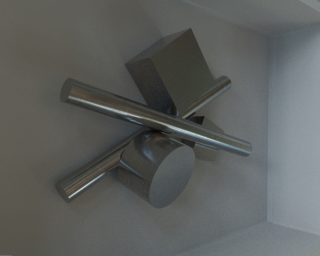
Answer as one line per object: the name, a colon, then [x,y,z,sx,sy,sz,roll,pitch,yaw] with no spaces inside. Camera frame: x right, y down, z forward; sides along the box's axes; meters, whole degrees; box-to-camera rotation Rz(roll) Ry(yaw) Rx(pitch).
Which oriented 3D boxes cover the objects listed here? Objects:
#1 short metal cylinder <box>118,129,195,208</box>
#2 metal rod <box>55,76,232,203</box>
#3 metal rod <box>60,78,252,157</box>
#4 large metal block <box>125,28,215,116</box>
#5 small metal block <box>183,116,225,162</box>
short metal cylinder: [-0.003,0.048,0.370,0.081,0.050,0.079,-31,134,-38]
metal rod: [0.001,-0.002,0.407,0.302,0.025,0.025,-34,112,-35]
metal rod: [0.022,-0.002,0.392,0.302,0.025,0.025,17,79,-39]
large metal block: [0.016,-0.071,0.403,0.080,0.050,0.080,-43,117,-31]
small metal block: [0.064,0.016,0.459,0.050,0.025,0.050,33,69,-35]
